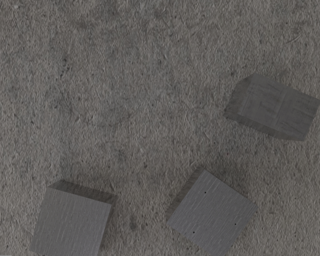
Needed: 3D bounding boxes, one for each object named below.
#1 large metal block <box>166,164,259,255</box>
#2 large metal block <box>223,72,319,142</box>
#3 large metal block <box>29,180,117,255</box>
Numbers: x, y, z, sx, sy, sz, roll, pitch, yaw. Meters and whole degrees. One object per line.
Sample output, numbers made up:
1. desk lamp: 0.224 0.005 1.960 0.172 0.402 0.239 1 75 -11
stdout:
1. large metal block: 0.063 0.105 0.398 0.080 0.050 0.080 35 90 0
2. large metal block: 0.133 -0.024 0.383 0.080 0.080 0.050 23 90 0
3. large metal block: -0.108 0.119 0.397 0.080 0.050 0.080 16 90 0
